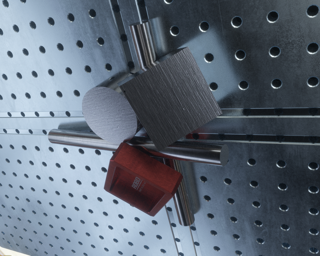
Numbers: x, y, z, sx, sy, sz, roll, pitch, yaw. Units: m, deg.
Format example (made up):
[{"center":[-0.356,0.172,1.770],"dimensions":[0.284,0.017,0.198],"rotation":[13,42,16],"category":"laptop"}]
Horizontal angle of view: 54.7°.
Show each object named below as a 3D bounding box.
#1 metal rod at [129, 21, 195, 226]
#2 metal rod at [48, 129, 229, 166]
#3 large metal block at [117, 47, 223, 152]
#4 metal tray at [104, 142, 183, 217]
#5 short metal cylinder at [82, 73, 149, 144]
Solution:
[{"center":[0.009,0.012,0.414],"dimensions":[0.025,0.025,0.298],"rotation":[1,119,28],"category":"metal rod"},{"center":[-0.052,0.022,0.431],"dimensions":[0.300,0.025,0.025],"rotation":[4,121,34],"category":"metal rod"},{"center":[0.009,-0.033,0.344],"dimensions":[0.080,0.050,0.080],"rotation":[-31,105,-3],"category":"large metal block"},{"center":[-0.029,0.078,0.438],"dimensions":[0.090,0.030,0.129],"rotation":[29,149,2],"category":"metal tray"},{"center":[-0.054,-0.026,0.407],"dimensions":[0.080,0.050,0.079],"rotation":[13,124,21],"category":"short metal cylinder"}]
